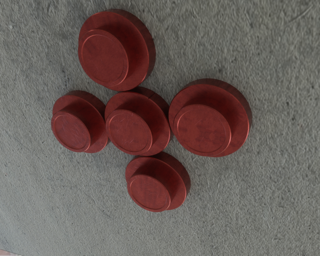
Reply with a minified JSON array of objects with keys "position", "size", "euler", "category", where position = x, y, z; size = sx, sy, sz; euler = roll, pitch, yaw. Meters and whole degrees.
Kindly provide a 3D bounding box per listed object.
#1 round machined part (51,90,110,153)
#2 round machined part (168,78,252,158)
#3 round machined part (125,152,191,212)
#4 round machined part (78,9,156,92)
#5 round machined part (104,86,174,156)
[{"position":[-0.119,-0.003,0.456],"size":[0.098,0.042,0.097],"euler":[13,124,20],"category":"round machined part"},{"position":[0.054,-0.005,0.365],"size":[0.098,0.042,0.097],"euler":[13,124,20],"category":"round machined part"},{"position":[-0.008,0.083,0.451],"size":[0.098,0.042,0.097],"euler":[13,124,20],"category":"round machined part"},{"position":[-0.058,-0.089,0.372],"size":[0.098,0.042,0.097],"euler":[13,124,20],"category":"round machined part"},{"position":[-0.032,-0.003,0.411],"size":[0.098,0.042,0.097],"euler":[13,124,20],"category":"round machined part"}]
